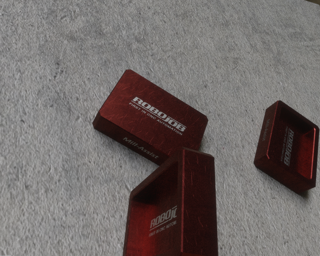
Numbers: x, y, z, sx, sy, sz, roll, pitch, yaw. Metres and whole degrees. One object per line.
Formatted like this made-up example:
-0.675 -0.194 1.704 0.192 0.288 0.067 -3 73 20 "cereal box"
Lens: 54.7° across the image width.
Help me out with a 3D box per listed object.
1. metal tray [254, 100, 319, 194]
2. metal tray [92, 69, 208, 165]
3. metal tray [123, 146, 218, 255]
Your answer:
0.205 0.027 0.494 0.090 0.030 0.130 33 51 -7 "metal tray"
-0.008 -0.008 0.401 0.130 0.030 0.090 31 52 -8 "metal tray"
0.004 0.085 0.286 0.030 0.129 0.090 17 55 -19 "metal tray"
